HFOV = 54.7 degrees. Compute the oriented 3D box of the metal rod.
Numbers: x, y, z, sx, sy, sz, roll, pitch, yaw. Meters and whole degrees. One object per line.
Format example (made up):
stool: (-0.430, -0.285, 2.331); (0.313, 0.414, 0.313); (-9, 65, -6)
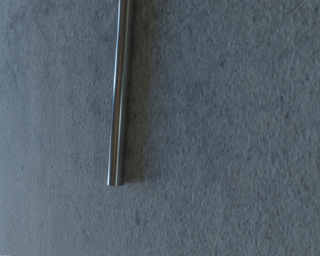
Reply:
metal rod: (-0.055, -0.066, 0.447); (0.025, 0.025, 0.298); (7, 94, 39)
